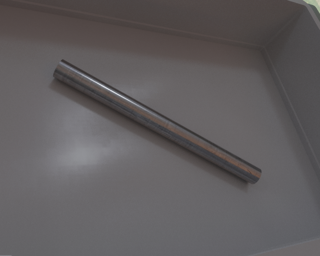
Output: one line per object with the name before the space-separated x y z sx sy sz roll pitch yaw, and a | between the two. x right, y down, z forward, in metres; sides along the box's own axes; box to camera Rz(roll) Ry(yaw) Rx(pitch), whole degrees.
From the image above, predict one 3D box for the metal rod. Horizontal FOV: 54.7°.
metal rod | 0.005 -0.003 0.409 0.301 0.025 0.025 29 52 -11
